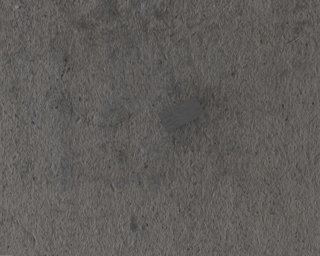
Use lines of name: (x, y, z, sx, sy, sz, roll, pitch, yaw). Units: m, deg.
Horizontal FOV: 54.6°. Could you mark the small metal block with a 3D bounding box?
small metal block: (0.026, -0.017, 0.398, 0.050, 0.050, 0.025, -27, 90, 0)
